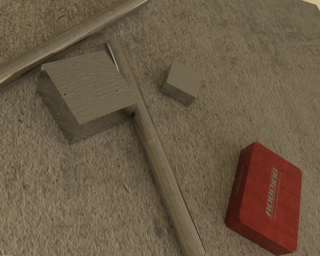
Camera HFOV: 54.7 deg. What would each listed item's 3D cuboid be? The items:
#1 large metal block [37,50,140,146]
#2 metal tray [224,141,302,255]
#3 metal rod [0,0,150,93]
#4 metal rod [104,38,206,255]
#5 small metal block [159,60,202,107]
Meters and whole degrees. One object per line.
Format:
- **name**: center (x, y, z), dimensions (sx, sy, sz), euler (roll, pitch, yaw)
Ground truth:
- **large metal block**: center (-0.085, -0.038, 0.366), dimensions (0.081, 0.050, 0.080), euler (-26, 76, -37)
- **metal tray**: center (0.146, 0.093, 0.425), dimensions (0.090, 0.030, 0.130), euler (32, 51, -8)
- **metal rod**: center (-0.105, -0.134, 0.430), dimensions (0.025, 0.025, 0.301), euler (42, 51, 0)
- **metal rod**: center (-0.014, 0.011, 0.390), dimensions (0.025, 0.025, 0.299), euler (-9, 66, -32)
- **small metal block**: center (0.031, -0.067, 0.463), dimensions (0.050, 0.025, 0.050), euler (26, 52, -13)
